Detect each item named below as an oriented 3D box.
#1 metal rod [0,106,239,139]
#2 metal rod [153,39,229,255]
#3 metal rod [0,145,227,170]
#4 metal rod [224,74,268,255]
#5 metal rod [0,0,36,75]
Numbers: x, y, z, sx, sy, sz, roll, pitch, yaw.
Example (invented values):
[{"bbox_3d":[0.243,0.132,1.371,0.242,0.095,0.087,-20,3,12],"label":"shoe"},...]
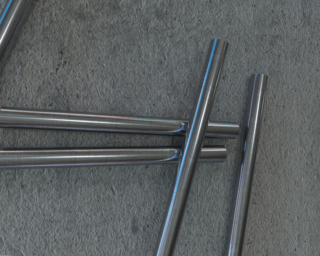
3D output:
[{"bbox_3d":[-0.034,-0.004,0.396,0.302,0.025,0.025,3,89,-20],"label":"metal rod"},{"bbox_3d":[0.039,0.031,0.395,0.025,0.025,0.299,17,84,-19],"label":"metal rod"},{"bbox_3d":[-0.054,0.035,0.389,0.302,0.025,0.025,1,90,-20],"label":"metal rod"},{"bbox_3d":[0.125,0.069,0.454,0.025,0.025,0.298,11,86,-20],"label":"metal rod"},{"bbox_3d":[-0.177,-0.094,0.343,0.025,0.025,0.299,24,82,-19],"label":"metal rod"}]
